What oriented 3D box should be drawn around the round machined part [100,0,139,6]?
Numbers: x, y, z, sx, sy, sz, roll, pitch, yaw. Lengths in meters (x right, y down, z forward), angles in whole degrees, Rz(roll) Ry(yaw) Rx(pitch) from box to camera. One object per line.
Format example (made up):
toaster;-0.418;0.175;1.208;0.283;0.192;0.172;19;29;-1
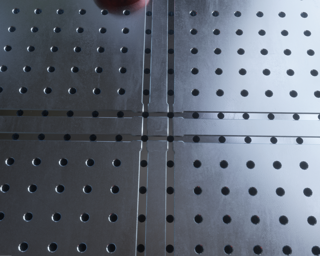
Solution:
round machined part;-0.066;-0.248;0.493;0.099;0.042;0.098;0;70;0
